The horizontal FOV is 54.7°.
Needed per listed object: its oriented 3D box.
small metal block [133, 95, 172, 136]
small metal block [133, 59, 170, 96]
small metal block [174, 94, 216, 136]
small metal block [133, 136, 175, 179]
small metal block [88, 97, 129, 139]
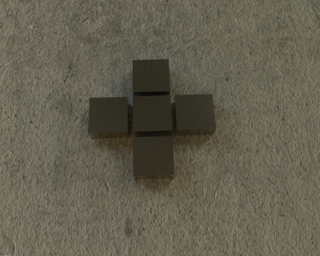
[{"bbox_3d":[-0.010,-0.015,0.415,0.050,0.025,0.050,-2,70,-1],"label":"small metal block"},{"bbox_3d":[-0.012,-0.068,0.434,0.050,0.025,0.050,-2,70,-1],"label":"small metal block"},{"bbox_3d":[0.046,-0.017,0.416,0.050,0.025,0.050,-2,70,-1],"label":"small metal block"},{"bbox_3d":[-0.008,0.038,0.395,0.050,0.025,0.050,-2,70,-1],"label":"small metal block"},{"bbox_3d":[-0.067,-0.013,0.413,0.050,0.025,0.050,-2,70,-1],"label":"small metal block"}]
